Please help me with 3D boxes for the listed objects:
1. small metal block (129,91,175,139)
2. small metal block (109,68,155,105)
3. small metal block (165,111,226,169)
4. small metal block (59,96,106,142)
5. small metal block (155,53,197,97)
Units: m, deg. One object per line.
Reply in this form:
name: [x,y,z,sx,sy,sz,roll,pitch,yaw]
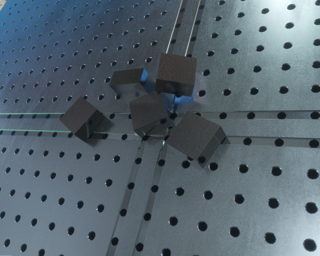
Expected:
small metal block: [-0.012,-0.020,0.428,0.050,0.025,0.050,-23,53,14]
small metal block: [-0.036,-0.059,0.448,0.050,0.050,0.025,-1,61,28]
small metal block: [0.043,0.013,0.378,0.050,0.025,0.050,29,78,37]
small metal block: [-0.120,-0.015,0.482,0.050,0.025,0.050,-49,51,-7]
small metal block: [0.022,-0.073,0.426,0.050,0.025,0.050,9,56,0]
